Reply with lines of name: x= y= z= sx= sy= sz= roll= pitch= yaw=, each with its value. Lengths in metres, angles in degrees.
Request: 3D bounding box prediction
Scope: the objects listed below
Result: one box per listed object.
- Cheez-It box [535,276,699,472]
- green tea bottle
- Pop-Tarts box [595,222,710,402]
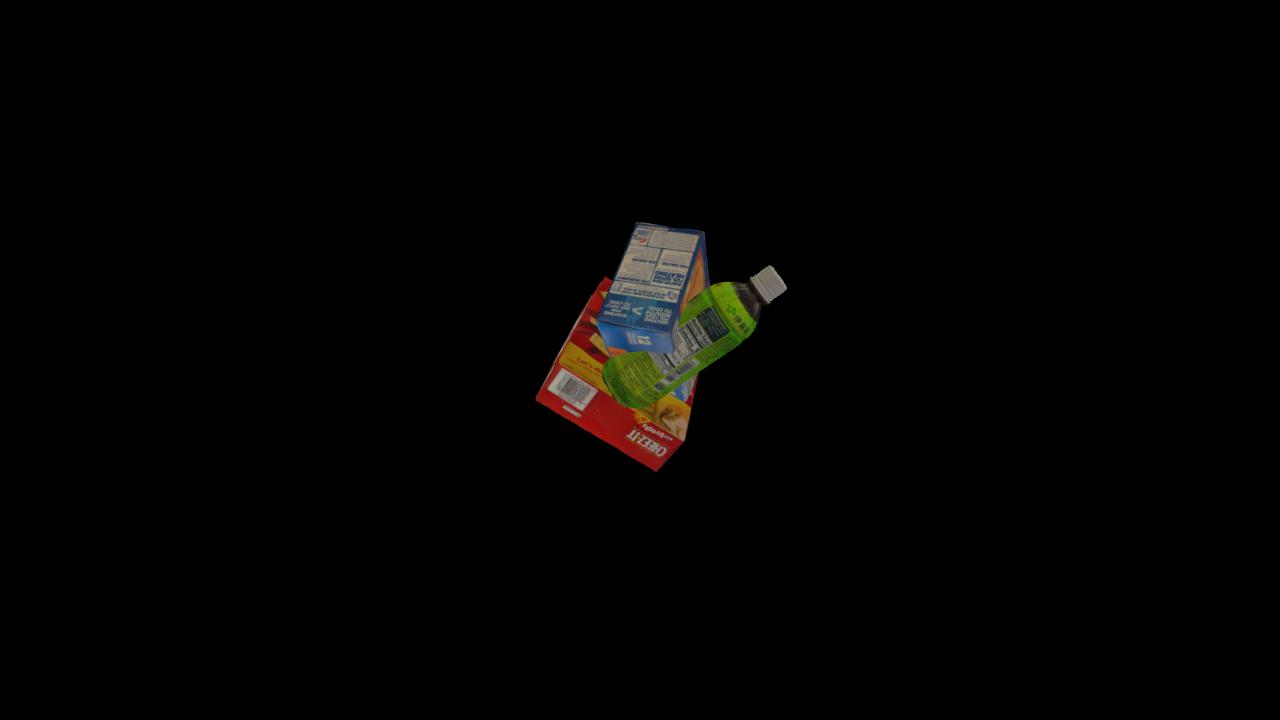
Cheez-It box: x=-0.014 y=0.007 z=0.756 sx=0.166 sy=0.071 sz=0.223 roll=32 pitch=34 yaw=-9
green tea bottle: x=0.058 y=-0.024 z=0.647 sx=0.212 sy=0.073 sz=0.073 roll=-34 pitch=-12 yaw=19
Pop-Tarts box: x=0.025 y=-0.046 z=0.705 sx=0.083 sy=0.141 sz=0.167 roll=9 pitch=-29 yaw=17
